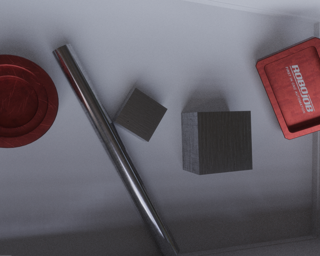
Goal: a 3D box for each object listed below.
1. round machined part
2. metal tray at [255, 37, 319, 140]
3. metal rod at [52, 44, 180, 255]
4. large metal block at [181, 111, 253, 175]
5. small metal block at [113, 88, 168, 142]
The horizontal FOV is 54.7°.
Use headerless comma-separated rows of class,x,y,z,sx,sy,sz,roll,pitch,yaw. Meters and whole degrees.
round machined part,-0.164,-0.028,0.341,0.099,0.042,0.097,0,90,-21
metal tray,0.208,-0.057,0.459,0.090,0.030,0.129,-21,100,22
metal rod,-0.050,0.037,0.392,0.025,0.025,0.299,-30,100,-18
large metal block,0.077,0.018,0.427,0.081,0.050,0.079,-2,91,-20
small metal block,-0.027,-0.016,0.402,0.050,0.025,0.050,33,79,-18
